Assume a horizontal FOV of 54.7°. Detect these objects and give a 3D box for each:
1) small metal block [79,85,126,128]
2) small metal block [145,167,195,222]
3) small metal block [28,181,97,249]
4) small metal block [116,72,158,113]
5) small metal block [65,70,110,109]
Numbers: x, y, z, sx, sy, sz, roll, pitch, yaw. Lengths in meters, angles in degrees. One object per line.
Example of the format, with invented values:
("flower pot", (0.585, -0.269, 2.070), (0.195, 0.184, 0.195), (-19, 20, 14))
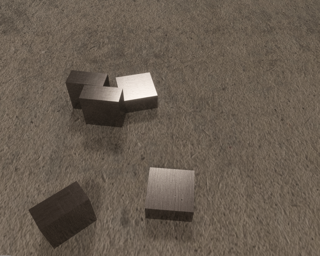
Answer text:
("small metal block", (-0.074, -0.028, 0.410), (0.050, 0.050, 0.025), (6, 50, 4))
("small metal block", (0.011, 0.073, 0.342), (0.050, 0.025, 0.050), (4, 50, 3))
("small metal block", (-0.095, 0.088, 0.312), (0.050, 0.050, 0.025), (-31, 57, -24))
("small metal block", (-0.034, -0.051, 0.446), (0.050, 0.025, 0.050), (-10, 51, -9))
("small metal block", (-0.097, -0.050, 0.428), (0.050, 0.050, 0.025), (6, 51, 5))
